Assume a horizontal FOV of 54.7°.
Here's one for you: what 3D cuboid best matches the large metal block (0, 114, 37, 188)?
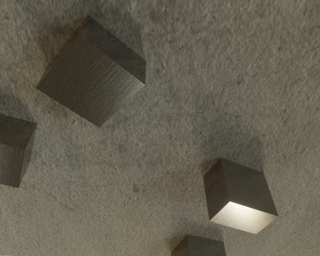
[{"bbox_3d":[-0.217,0.027,0.411,0.081,0.050,0.079,17,128,-14],"label":"large metal block"}]

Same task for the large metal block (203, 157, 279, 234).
[{"bbox_3d":[0.116,0.100,0.458,0.080,0.080,0.050,20,127,-17],"label":"large metal block"}]

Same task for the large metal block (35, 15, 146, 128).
[{"bbox_3d":[-0.072,-0.059,0.339,0.080,0.050,0.080,35,121,-27],"label":"large metal block"}]

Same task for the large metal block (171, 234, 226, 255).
[{"bbox_3d":[0.075,0.261,0.615,0.081,0.050,0.079,17,128,-14],"label":"large metal block"}]
